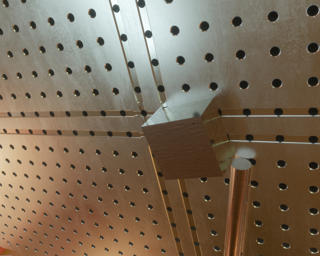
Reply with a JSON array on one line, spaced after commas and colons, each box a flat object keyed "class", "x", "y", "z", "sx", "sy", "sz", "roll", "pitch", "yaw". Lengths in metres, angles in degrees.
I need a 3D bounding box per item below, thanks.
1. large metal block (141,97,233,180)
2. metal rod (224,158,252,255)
[{"class": "large metal block", "x": 0.036, "y": 0.015, "z": 0.386, "sx": 0.080, "sy": 0.050, "sz": 0.080, "roll": -10, "pitch": 114, "yaw": 32}, {"class": "metal rod", "x": 0.109, "y": 0.173, "z": 0.460, "sx": 0.025, "sy": 0.025, "sz": 0.298, "roll": 10, "pitch": 123, "yaw": 22}]
